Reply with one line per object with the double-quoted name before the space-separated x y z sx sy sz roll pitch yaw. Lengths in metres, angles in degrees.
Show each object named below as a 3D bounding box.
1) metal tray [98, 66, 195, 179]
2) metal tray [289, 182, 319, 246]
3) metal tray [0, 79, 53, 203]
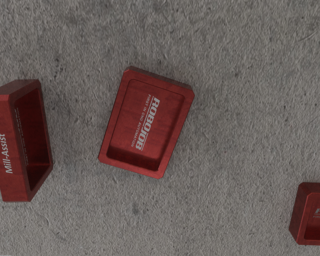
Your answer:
"metal tray" -0.019 -0.005 0.404 0.091 0.030 0.129 18 109 -7
"metal tray" 0.267 0.128 0.456 0.131 0.030 0.089 2 110 -1
"metal tray" -0.168 0.013 0.378 0.030 0.090 0.129 -1 110 0
